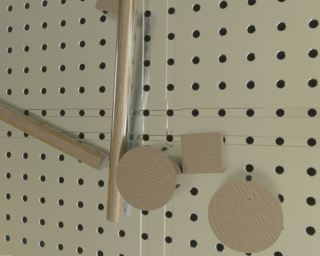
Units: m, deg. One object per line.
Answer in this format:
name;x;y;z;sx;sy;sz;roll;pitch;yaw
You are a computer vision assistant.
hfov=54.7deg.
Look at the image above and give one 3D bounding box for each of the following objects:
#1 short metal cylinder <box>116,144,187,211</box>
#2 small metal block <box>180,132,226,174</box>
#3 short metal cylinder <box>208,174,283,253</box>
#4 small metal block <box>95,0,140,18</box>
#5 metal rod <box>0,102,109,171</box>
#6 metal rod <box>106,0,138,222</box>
short metal cylinder;-0.010;0.061;0.403;0.080;0.050;0.079;0;90;20
small metal block;0.055;0.031;0.393;0.050;0.025;0.050;-4;89;20
short metal cylinder;0.101;0.097;0.364;0.080;0.050;0.079;0;90;20
small metal block;-0.056;-0.182;0.432;0.050;0.025;0.050;22;97;18
metal rod;-0.212;-0.007;0.487;0.301;0.025;0.025;23;98;18
metal rod;-0.052;-0.021;0.417;0.025;0.025;0.298;7;97;20
